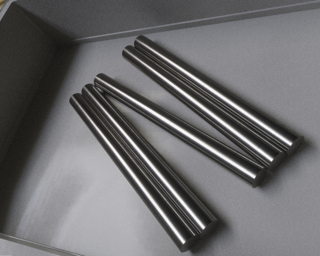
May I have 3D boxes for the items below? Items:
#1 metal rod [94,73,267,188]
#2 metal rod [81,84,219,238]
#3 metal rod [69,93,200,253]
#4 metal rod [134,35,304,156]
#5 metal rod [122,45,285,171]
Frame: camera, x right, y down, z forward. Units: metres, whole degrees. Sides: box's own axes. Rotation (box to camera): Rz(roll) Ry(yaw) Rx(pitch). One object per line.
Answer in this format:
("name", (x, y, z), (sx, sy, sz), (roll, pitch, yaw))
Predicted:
("metal rod", (0.003, -0.013, 0.411), (0.300, 0.025, 0.025), (33, 80, 38))
("metal rod", (-0.032, 0.021, 0.409), (0.025, 0.025, 0.300), (-44, 51, -2))
("metal rod", (-0.052, 0.036, 0.410), (0.025, 0.025, 0.300), (-44, 51, -2))
("metal rod", (0.054, -0.061, 0.413), (0.025, 0.025, 0.300), (-45, 51, -3))
("metal rod", (0.035, -0.044, 0.413), (0.025, 0.025, 0.300), (-45, 51, -3))
